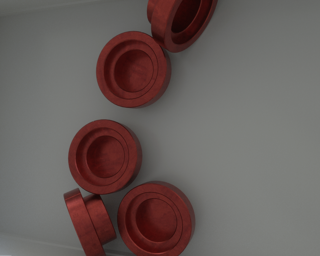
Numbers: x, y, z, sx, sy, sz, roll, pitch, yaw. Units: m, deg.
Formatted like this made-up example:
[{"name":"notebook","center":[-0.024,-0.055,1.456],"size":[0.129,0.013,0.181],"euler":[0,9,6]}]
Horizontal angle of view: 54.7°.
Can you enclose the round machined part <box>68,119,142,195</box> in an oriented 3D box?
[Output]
[{"name":"round machined part","center":[-0.070,0.039,0.420],"size":[0.098,0.042,0.097],"euler":[-2,82,16]}]

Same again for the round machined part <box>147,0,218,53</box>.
[{"name":"round machined part","center":[0.023,-0.142,0.364],"size":[0.042,0.098,0.098],"euler":[39,102,21]}]

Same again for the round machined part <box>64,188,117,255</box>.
[{"name":"round machined part","center":[-0.090,0.124,0.412],"size":[0.042,0.098,0.098],"euler":[-22,81,-17]}]

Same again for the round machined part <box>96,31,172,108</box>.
[{"name":"round machined part","center":[-0.031,-0.074,0.412],"size":[0.098,0.042,0.097],"euler":[0,90,19]}]

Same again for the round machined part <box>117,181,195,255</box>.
[{"name":"round machined part","center":[-0.002,0.117,0.401],"size":[0.098,0.042,0.097],"euler":[0,90,19]}]
